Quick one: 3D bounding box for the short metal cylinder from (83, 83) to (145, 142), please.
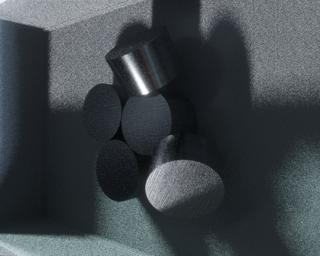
[{"bbox_3d":[-0.064,-0.021,0.438,0.080,0.050,0.079,0,90,39],"label":"short metal cylinder"}]

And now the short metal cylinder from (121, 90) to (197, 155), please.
[{"bbox_3d":[-0.002,-0.007,0.388,0.080,0.050,0.079,0,90,39],"label":"short metal cylinder"}]

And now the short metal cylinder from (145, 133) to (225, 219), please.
[{"bbox_3d":[0.027,0.052,0.338,0.080,0.050,0.079,2,121,4],"label":"short metal cylinder"}]

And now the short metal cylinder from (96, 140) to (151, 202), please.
[{"bbox_3d":[-0.041,0.055,0.419,0.080,0.050,0.079,0,90,39],"label":"short metal cylinder"}]

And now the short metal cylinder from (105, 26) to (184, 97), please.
[{"bbox_3d":[-0.018,-0.081,0.373,0.080,0.080,0.050,-4,126,39],"label":"short metal cylinder"}]
